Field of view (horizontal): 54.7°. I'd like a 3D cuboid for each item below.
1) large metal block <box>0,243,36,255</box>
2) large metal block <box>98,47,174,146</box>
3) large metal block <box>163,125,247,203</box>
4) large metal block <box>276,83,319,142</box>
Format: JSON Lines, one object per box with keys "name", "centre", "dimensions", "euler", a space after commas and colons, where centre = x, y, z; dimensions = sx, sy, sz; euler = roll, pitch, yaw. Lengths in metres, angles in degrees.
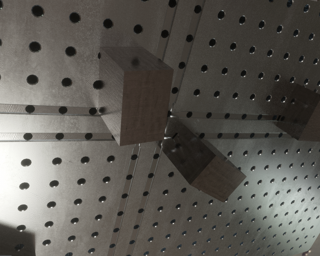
{"name": "large metal block", "centre": [-0.218, 0.198, 0.399], "dimensions": [0.080, 0.050, 0.080], "euler": [-47, 130, 4]}
{"name": "large metal block", "centre": [-0.031, -0.038, 0.337], "dimensions": [0.050, 0.080, 0.079], "euler": [-7, 122, -25]}
{"name": "large metal block", "centre": [0.063, 0.051, 0.444], "dimensions": [0.080, 0.080, 0.050], "euler": [34, 99, -39]}
{"name": "large metal block", "centre": [0.259, -0.024, 0.525], "dimensions": [0.081, 0.050, 0.079], "euler": [4, 117, -31]}
